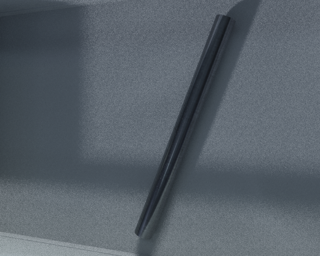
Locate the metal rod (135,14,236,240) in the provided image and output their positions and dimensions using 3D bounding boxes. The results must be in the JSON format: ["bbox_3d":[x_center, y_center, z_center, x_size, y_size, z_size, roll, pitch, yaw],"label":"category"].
[{"bbox_3d":[0.030,0.004,0.399,0.025,0.025,0.298,23,97,18],"label":"metal rod"}]
